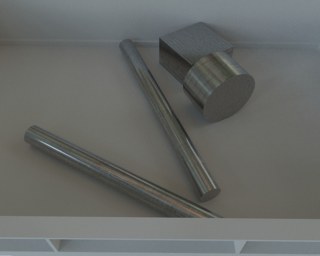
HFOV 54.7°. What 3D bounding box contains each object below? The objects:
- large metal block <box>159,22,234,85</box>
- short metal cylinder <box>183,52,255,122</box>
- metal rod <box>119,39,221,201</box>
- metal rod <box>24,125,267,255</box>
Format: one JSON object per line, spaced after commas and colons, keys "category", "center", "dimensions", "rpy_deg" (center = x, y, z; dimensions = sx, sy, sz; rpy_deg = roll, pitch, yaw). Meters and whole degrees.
{"category": "large metal block", "center": [0.055, -0.114, 0.486], "dimensions": [0.081, 0.050, 0.080], "rpy_deg": [-27, 55, -21]}
{"category": "short metal cylinder", "center": [0.079, -0.054, 0.416], "dimensions": [0.081, 0.080, 0.050], "rpy_deg": [-22, 54, -18]}
{"category": "metal rod", "center": [0.000, -0.032, 0.432], "dimensions": [0.025, 0.025, 0.300], "rpy_deg": [-17, 52, -14]}
{"category": "metal rod", "center": [-0.032, 0.064, 0.350], "dimensions": [0.301, 0.025, 0.025], "rpy_deg": [23, 54, 18]}
